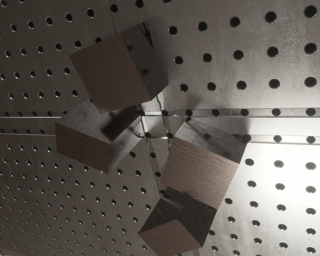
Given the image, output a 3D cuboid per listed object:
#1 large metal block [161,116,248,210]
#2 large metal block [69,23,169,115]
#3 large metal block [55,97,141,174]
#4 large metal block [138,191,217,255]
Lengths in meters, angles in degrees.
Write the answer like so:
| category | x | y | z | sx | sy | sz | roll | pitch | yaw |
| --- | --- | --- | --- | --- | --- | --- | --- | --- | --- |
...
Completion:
| category | x | y | z | sx | sy | sz | roll | pitch | yaw |
| --- | --- | --- | --- | --- | --- | --- | --- | --- | --- |
| large metal block | 0.055 | 0.044 | 0.392 | 0.080 | 0.050 | 0.079 | 23 | 127 | 13 |
| large metal block | -0.048 | -0.070 | 0.376 | 0.080 | 0.050 | 0.080 | -12 | 113 | 33 |
| large metal block | -0.082 | 0.007 | 0.421 | 0.080 | 0.080 | 0.050 | 20 | 126 | 16 |
| large metal block | 0.028 | 0.129 | 0.440 | 0.080 | 0.080 | 0.050 | -35 | 99 | 38 |
